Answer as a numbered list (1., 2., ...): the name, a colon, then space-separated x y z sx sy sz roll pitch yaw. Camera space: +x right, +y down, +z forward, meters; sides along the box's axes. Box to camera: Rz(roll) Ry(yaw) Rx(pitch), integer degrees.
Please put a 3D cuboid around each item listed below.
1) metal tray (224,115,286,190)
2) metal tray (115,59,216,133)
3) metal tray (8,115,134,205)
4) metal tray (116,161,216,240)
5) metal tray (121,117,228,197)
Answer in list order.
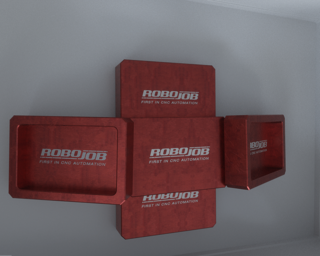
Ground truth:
1. metal tray: 0.133 0.027 0.422 0.131 0.030 0.089 -3 92 -49
2. metal tray: 0.009 -0.039 0.408 0.131 0.030 0.089 -1 90 -21
3. metal tray: -0.096 0.032 0.338 0.131 0.030 0.089 1 91 9
4. metal tray: 0.009 0.090 0.408 0.131 0.030 0.089 -1 90 -21
5. metal tray: 0.019 0.032 0.381 0.131 0.030 0.089 -1 90 -21
